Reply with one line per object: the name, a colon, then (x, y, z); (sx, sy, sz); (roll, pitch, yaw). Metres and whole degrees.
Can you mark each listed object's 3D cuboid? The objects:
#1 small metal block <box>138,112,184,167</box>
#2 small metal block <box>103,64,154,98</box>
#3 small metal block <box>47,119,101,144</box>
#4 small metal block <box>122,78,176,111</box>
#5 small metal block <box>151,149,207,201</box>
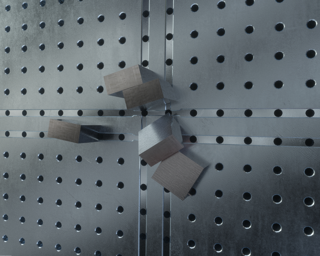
small metal block: (0.000, 0.014, 0.396); (0.050, 0.050, 0.025); (-33, 120, 16)
small metal block: (-0.038, -0.060, 0.412); (0.050, 0.050, 0.025); (-15, 85, 19)
small metal block: (-0.121, 0.004, 0.441); (0.050, 0.050, 0.025); (11, 94, 19)
small metal block: (-0.013, -0.042, 0.403); (0.050, 0.050, 0.025); (-16, 85, 19)
small metal block: (0.026, 0.057, 0.403); (0.050, 0.025, 0.050); (34, 101, 16)
